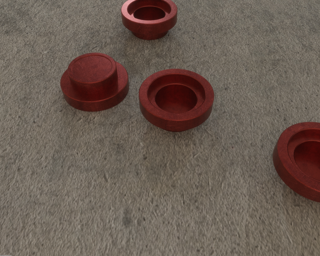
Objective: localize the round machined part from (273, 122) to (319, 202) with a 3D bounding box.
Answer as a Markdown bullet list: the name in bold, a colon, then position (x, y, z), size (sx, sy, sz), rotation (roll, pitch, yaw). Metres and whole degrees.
- **round machined part**: position (0.180, 0.043, 0.357), size (0.099, 0.042, 0.098), rotation (0, 50, 0)

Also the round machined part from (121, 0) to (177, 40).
- **round machined part**: position (-0.019, -0.194, 0.555), size (0.099, 0.042, 0.098), rotation (0, 50, 0)

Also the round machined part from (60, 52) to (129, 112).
- **round machined part**: position (-0.096, -0.073, 0.453), size (0.099, 0.042, 0.098), rotation (0, 50, 0)

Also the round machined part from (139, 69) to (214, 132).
- **round machined part**: position (0.022, -0.033, 0.420), size (0.099, 0.042, 0.098), rotation (0, 50, 0)
